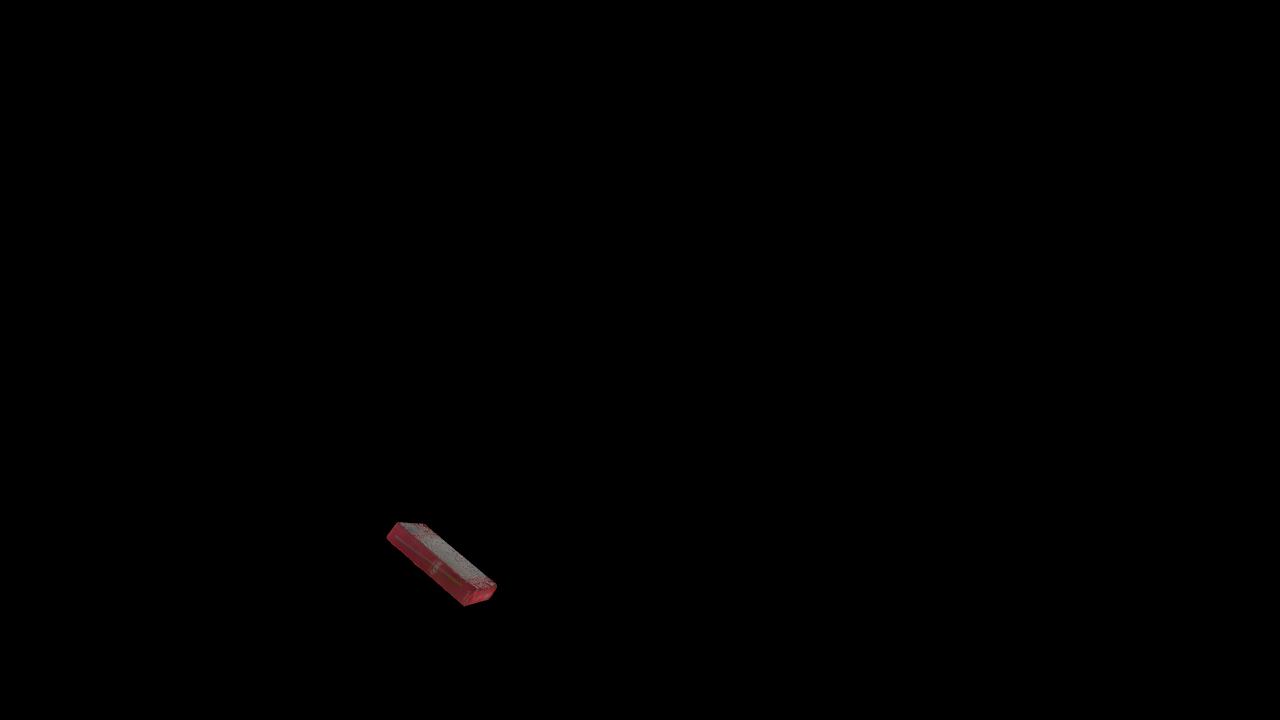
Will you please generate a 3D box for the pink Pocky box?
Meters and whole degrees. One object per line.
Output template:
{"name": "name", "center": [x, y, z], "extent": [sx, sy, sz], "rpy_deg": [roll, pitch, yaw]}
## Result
{"name": "pink Pocky box", "center": [-0.281, 0.289, 0.876], "extent": [0.155, 0.029, 0.084], "rpy_deg": [33, -9, 15]}
